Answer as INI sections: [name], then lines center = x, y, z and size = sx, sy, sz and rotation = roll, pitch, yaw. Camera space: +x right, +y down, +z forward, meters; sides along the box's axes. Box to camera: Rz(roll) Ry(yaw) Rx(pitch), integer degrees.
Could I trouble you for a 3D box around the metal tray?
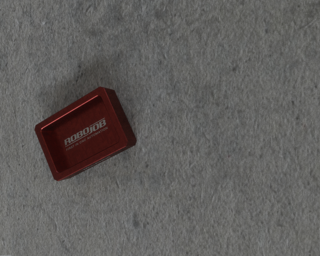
[metal tray]
center = -0.109, 0.010, 0.445
size = 0.130, 0.030, 0.090
rotation = -27, 81, 18
